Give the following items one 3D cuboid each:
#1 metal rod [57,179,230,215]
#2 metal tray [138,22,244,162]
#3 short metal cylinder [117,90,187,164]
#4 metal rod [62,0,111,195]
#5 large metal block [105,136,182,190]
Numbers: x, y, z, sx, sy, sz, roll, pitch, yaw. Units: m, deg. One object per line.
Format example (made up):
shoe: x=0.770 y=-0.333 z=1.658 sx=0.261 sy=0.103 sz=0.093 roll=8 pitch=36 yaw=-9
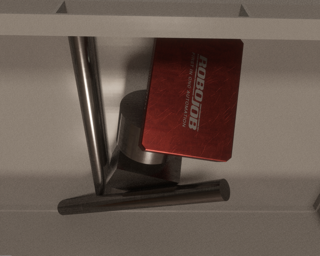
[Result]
metal rod: x=-0.044 y=0.102 z=0.435 sx=0.300 sy=0.025 sz=0.025 roll=-15 pitch=131 yaw=36
metal tray: x=0.032 y=-0.035 z=0.320 sx=0.091 sy=0.129 sz=0.030 roll=9 pitch=172 yaw=-8
short metal cylinder: x=-0.010 y=-0.003 z=0.371 sx=0.081 sy=0.080 sz=0.050 roll=7 pitch=130 yaw=-7
metal rod: x=-0.086 y=-0.012 z=0.397 sx=0.025 sy=0.025 sz=0.298 roll=1 pitch=130 yaw=-1
large metal block: x=-0.023 y=0.054 z=0.421 sx=0.081 sy=0.050 sz=0.080 roll=15 pitch=150 yaw=-13
